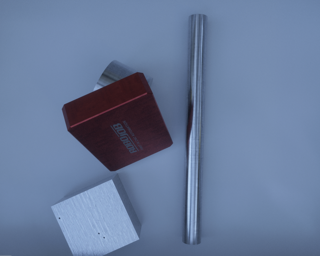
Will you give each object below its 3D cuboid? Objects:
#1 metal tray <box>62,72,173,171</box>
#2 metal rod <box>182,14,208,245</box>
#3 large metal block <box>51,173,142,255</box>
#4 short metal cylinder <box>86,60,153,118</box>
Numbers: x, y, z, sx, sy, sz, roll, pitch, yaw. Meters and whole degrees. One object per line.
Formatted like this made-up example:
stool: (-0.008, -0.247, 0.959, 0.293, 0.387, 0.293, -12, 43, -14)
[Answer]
metal tray: (-0.041, 0.000, 0.360, 0.090, 0.130, 0.030, -24, 61, 0)
metal rod: (0.046, 0.002, 0.412, 0.025, 0.025, 0.298, 2, 90, -1)
large metal block: (-0.078, 0.114, 0.398, 0.080, 0.050, 0.080, -24, 90, -1)
short metal cylinder: (-0.049, -0.037, 0.383, 0.050, 0.080, 0.080, 26, 90, 0)
